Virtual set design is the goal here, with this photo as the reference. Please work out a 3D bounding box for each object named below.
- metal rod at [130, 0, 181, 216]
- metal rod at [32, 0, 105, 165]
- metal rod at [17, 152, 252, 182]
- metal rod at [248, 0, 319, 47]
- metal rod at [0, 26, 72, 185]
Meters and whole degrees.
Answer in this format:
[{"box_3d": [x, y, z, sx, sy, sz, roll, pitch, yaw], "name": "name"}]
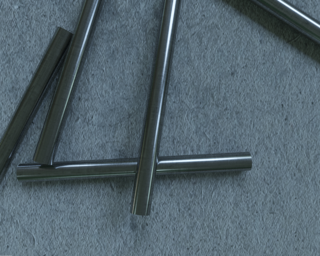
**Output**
[{"box_3d": [-0.003, -0.043, 0.393, 0.025, 0.025, 0.298, 8, 84, 0], "name": "metal rod"}, {"box_3d": [-0.106, -0.100, 0.400, 0.025, 0.025, 0.299, 17, 87, 0], "name": "metal rod"}, {"box_3d": [-0.032, 0.052, 0.409, 0.302, 0.025, 0.025, -3, 90, 0], "name": "metal rod"}, {"box_3d": [0.160, -0.158, 0.410, 0.301, 0.025, 0.025, 33, 90, 0], "name": "metal rod"}, {"box_3d": [-0.191, 0.006, 0.408, 0.025, 0.025, 0.299, 27, 90, 0], "name": "metal rod"}]
